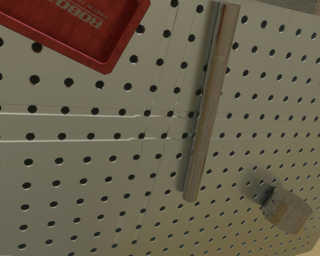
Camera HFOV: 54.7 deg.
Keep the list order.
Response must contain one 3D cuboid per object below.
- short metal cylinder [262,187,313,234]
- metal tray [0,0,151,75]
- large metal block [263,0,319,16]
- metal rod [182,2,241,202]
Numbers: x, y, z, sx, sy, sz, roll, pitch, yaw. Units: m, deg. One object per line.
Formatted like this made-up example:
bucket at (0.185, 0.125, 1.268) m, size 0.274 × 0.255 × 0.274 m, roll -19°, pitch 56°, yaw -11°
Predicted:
short metal cylinder at (0.251, 0.163, 0.613) m, size 0.081 × 0.080 × 0.050 m, roll 12°, pitch 112°, yaw -33°
metal tray at (-0.085, -0.117, 0.288) m, size 0.131 × 0.030 × 0.090 m, roll 23°, pitch 106°, yaw -37°
large metal block at (0.180, -0.179, 0.363) m, size 0.050 × 0.080 × 0.079 m, roll -3°, pitch 120°, yaw -27°
metal rod at (0.066, -0.017, 0.436) m, size 0.025 × 0.025 × 0.298 m, roll -7°, pitch 122°, yaw -25°
